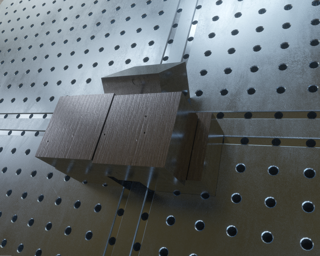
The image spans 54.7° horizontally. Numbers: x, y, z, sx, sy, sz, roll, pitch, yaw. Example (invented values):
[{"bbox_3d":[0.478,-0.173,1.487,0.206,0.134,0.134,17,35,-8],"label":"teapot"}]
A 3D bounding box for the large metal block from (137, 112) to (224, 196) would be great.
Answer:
[{"bbox_3d":[0.024,0.030,0.360,0.080,0.050,0.080,-1,61,27],"label":"large metal block"}]

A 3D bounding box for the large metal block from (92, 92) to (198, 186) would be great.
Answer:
[{"bbox_3d":[-0.013,0.011,0.324,0.080,0.050,0.080,0,62,28],"label":"large metal block"}]

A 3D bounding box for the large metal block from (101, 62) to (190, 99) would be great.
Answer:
[{"bbox_3d":[-0.016,-0.052,0.404,0.080,0.050,0.080,1,20,28],"label":"large metal block"}]

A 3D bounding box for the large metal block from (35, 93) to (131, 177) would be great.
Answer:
[{"bbox_3d":[-0.085,0.008,0.362,0.080,0.050,0.080,0,62,28],"label":"large metal block"}]

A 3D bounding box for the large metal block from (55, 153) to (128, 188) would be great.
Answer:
[{"bbox_3d":[-0.080,0.030,0.415,0.080,0.050,0.080,2,62,28],"label":"large metal block"}]
